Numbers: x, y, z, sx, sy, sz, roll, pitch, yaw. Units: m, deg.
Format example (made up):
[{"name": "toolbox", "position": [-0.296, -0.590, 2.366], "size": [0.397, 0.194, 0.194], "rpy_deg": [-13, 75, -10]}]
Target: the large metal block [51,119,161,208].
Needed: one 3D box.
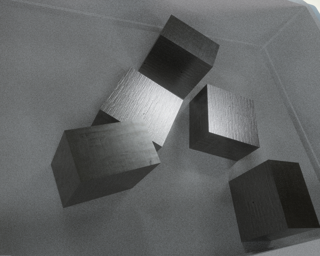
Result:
[{"name": "large metal block", "position": [-0.059, 0.036, 0.318], "size": [0.081, 0.080, 0.050], "rpy_deg": [-10, 67, -33]}]

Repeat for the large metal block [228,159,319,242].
[{"name": "large metal block", "position": [0.139, 0.094, 0.390], "size": [0.050, 0.080, 0.080], "rpy_deg": [8, 58, -25]}]

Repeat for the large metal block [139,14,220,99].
[{"name": "large metal block", "position": [0.026, -0.100, 0.447], "size": [0.080, 0.080, 0.050], "rpy_deg": [29, 52, -10]}]

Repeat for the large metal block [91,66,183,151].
[{"name": "large metal block", "position": [-0.028, -0.016, 0.386], "size": [0.080, 0.050, 0.080], "rpy_deg": [32, 51, -8]}]

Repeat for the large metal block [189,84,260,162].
[{"name": "large metal block", "position": [0.090, -0.006, 0.444], "size": [0.081, 0.050, 0.080], "rpy_deg": [16, 55, -19]}]
